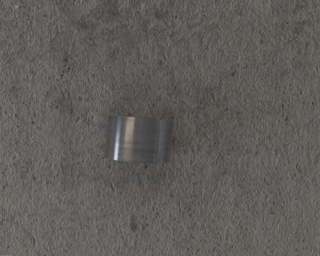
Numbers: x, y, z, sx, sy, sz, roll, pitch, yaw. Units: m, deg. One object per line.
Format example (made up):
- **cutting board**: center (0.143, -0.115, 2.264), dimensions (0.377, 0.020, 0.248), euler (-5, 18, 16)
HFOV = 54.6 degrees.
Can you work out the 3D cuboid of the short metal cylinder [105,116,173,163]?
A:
- **short metal cylinder**: center (-0.026, 0.013, 0.382), dimensions (0.080, 0.080, 0.050), euler (5, 90, 0)
